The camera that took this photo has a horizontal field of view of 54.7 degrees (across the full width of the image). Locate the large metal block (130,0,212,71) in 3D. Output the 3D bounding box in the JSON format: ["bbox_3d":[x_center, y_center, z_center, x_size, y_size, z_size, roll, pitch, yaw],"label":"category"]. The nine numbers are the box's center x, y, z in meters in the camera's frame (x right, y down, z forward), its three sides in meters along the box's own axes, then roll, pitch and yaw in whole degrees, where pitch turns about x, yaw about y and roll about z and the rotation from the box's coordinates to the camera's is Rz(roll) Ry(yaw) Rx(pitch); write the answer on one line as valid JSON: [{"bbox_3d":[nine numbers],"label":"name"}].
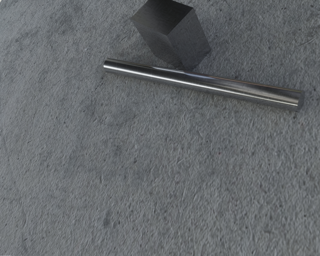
[{"bbox_3d":[0.017,-0.133,0.440,0.050,0.080,0.080,-48,52,-5],"label":"large metal block"}]

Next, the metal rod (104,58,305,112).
[{"bbox_3d":[0.036,-0.066,0.424,0.300,0.025,0.025,17,71,34],"label":"metal rod"}]
